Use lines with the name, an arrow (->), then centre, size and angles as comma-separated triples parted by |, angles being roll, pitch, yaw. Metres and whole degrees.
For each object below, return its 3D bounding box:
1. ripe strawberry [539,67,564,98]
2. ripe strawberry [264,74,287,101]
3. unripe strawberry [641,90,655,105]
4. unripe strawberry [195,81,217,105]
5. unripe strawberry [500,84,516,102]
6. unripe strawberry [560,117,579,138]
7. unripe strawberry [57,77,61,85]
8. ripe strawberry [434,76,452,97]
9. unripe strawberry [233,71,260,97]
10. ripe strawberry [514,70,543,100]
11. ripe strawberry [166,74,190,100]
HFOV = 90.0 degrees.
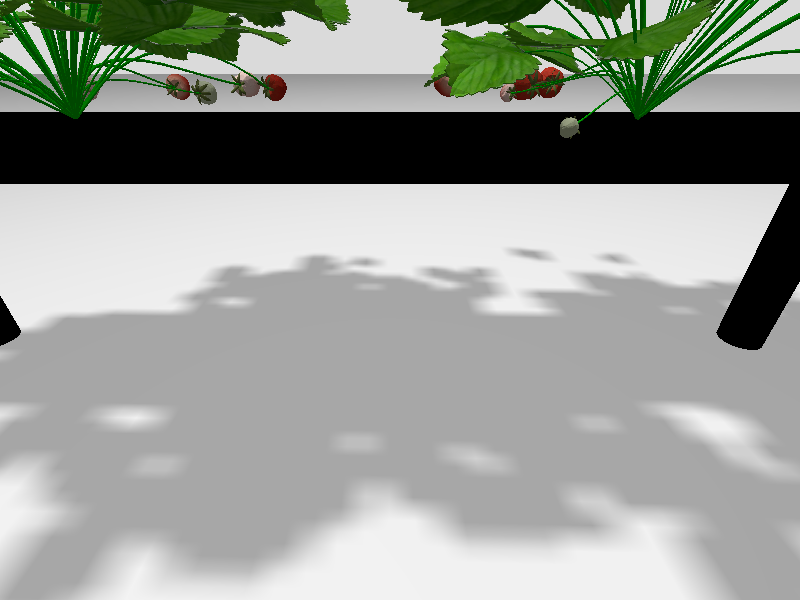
ripe strawberry -> 0.191, -0.280, 0.515 | 0.034, 0.035, 0.036 | 0, 30, 0
ripe strawberry -> -0.141, -0.242, 0.457 | 0.024, 0.027, 0.026 | 20, 36, 30
unripe strawberry -> 0.257, -0.208, 0.413 | 0.016, 0.014, 0.016 | 17, -28, 26
unripe strawberry -> -0.210, -0.226, 0.437 | 0.022, 0.023, 0.023 | 10, 32, 17
unripe strawberry -> 0.120, -0.232, 0.448 | 0.016, 0.019, 0.018 | -13, 33, -21
unripe strawberry -> 0.100, -0.102, 0.239 | 0.011, 0.011, 0.011 | 27, 40, 37
unripe strawberry -> -0.396, -0.256, 0.470 | 0.011, 0.011, 0.010 | -21, 36, -31
ripe strawberry -> 0.061, -0.290, 0.531 | 0.037, 0.039, 0.041 | -15, 22, -23
unripe strawberry -> -0.192, -0.273, 0.505 | 0.033, 0.028, 0.033 | 9, 31, 14
ripe strawberry -> 0.144, -0.249, 0.462 | 0.037, 0.032, 0.037 | -8, 31, -13
ripe strawberry -> -0.273, -0.264, 0.495 | 0.027, 0.028, 0.029 | -2, 30, -3
